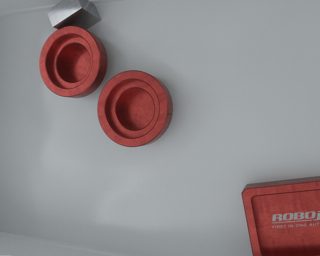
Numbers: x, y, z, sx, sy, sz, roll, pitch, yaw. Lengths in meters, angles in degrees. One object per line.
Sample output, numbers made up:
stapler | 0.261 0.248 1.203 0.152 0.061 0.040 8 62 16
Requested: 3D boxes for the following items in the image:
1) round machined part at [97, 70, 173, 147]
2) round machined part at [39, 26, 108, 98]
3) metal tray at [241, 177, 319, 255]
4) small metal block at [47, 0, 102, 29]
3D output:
round machined part | -0.029 -0.025 0.411 0.098 0.042 0.097 0 90 19
round machined part | -0.118 -0.091 0.442 0.098 0.042 0.097 0 90 19
metal tray | 0.166 0.103 0.349 0.130 0.030 0.089 -11 87 19
small metal block | -0.120 -0.159 0.438 0.050 0.050 0.025 -25 82 18
